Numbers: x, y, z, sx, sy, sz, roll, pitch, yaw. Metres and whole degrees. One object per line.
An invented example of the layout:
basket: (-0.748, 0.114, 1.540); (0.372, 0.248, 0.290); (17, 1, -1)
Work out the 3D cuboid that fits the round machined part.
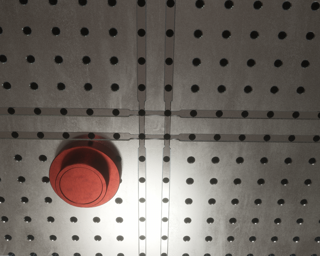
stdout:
round machined part: (-0.105, 0.070, 0.429); (0.099, 0.042, 0.097); (0, 110, -1)
